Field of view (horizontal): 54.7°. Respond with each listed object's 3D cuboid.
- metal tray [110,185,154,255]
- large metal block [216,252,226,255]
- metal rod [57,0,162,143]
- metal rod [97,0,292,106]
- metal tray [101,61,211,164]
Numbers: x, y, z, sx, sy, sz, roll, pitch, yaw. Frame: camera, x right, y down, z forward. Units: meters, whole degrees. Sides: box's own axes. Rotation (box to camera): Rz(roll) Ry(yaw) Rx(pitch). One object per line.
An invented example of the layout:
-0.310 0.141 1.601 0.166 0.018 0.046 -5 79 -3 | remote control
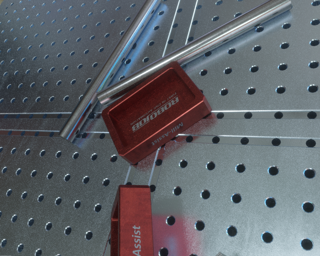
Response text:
-0.029 0.131 0.300 0.030 0.089 0.130 4 56 -13 | metal tray
0.055 0.168 0.260 0.080 0.050 0.080 -43 51 -2 | large metal block
-0.076 -0.110 0.513 0.025 0.025 0.300 17 70 34 | metal rod
0.041 -0.110 0.452 0.301 0.025 0.025 -26 53 11 | metal rod
-0.009 -0.023 0.421 0.130 0.030 0.090 -35 52 5 | metal tray
